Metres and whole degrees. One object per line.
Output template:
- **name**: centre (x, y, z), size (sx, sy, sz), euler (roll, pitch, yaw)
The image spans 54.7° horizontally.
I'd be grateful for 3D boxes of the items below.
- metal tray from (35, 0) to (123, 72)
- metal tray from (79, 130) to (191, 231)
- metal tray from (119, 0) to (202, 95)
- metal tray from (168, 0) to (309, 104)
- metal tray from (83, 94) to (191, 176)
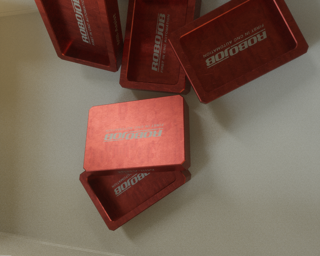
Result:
- **metal tray**: centre (-0.096, -0.130, 0.382), size (0.090, 0.129, 0.030), euler (15, 62, 8)
- **metal tray**: centre (-0.036, 0.066, 0.419), size (0.130, 0.030, 0.090), euler (-37, 79, 16)
- **metal tray**: centre (0.000, -0.113, 0.406), size (0.090, 0.030, 0.129), euler (8, 93, 19)
- **metal tray**: centre (0.087, -0.095, 0.357), size (0.130, 0.030, 0.090), euler (-27, 89, 6)
- **metal tray**: centre (-0.029, 0.011, 0.396), size (0.130, 0.030, 0.090), euler (-6, 67, 16)
